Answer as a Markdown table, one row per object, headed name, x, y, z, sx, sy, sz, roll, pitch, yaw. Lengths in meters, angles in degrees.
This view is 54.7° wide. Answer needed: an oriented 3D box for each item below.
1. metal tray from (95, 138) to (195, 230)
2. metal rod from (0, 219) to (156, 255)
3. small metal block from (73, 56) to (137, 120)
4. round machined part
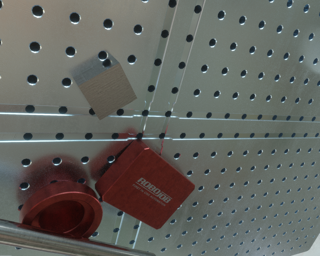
| name | x | y | z | sx | sy | sz | roll | pitch | yaw |
| --- | --- | --- | --- | --- | --- | --- | --- | --- | --- |
| metal tray | -0.017 | 0.085 | 0.447 | 0.090 | 0.030 | 0.130 | -49 | 130 | -2 |
| metal rod | -0.114 | 0.145 | 0.385 | 0.301 | 0.025 | 0.025 | 31 | 101 | -39 |
| small metal block | -0.061 | -0.045 | 0.351 | 0.050 | 0.025 | 0.050 | -32 | 129 | -8 |
| round machined part | -0.127 | 0.108 | 0.398 | 0.099 | 0.042 | 0.097 | -14 | 125 | -21 |
